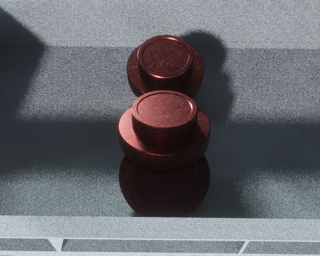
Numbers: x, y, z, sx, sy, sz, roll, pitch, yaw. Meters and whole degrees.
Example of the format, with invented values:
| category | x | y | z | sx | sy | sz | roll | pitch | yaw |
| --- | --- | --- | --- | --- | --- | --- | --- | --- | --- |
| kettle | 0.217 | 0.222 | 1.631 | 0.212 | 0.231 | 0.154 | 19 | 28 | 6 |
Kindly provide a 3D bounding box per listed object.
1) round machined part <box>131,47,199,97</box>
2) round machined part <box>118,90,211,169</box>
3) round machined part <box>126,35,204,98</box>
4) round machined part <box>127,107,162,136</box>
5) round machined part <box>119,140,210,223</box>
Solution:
| category | x | y | z | sx | sy | sz | roll | pitch | yaw |
| --- | --- | --- | --- | --- | --- | --- | --- | --- | --- |
| round machined part | 0.007 | -0.086 | 0.450 | 0.099 | 0.042 | 0.098 | 0 | 34 | 0 |
| round machined part | 0.005 | -0.005 | 0.330 | 0.099 | 0.042 | 0.098 | 0 | 39 | 0 |
| round machined part | 0.007 | -0.078 | 0.391 | 0.099 | 0.042 | 0.098 | 0 | 62 | 0 |
| round machined part | 0.003 | -0.013 | 0.403 | 0.099 | 0.042 | 0.098 | 0 | 49 | 0 |
| round machined part | 0.005 | 0.049 | 0.333 | 0.099 | 0.042 | 0.098 | 0 | 65 | 0 |
